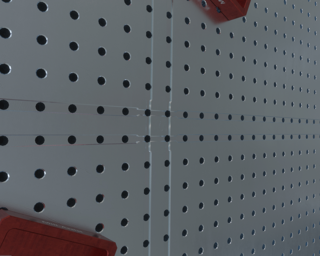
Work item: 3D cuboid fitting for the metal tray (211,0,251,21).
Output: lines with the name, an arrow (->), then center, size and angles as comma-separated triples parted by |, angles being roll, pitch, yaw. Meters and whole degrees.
metal tray -> 0.098, -0.246, 0.485 | 0.130, 0.030, 0.090 | 31, 71, -36

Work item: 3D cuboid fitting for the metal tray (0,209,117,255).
metal tray -> -0.115, 0.143, 0.308 | 0.130, 0.030, 0.090 | 31, 71, -36
